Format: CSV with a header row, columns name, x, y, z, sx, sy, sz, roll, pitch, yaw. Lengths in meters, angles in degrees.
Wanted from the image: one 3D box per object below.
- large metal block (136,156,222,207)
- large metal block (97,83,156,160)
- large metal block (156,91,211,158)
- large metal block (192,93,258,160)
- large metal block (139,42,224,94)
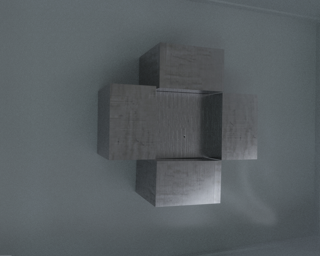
name,x,y,z,sx,sy,sz,roll,pitch,yaw
large metal block,0.020,0.062,0.387,0.081,0.080,0.050,2,90,-20
large metal block,-0.042,-0.006,0.365,0.050,0.080,0.080,1,90,-20
large metal block,0.017,-0.004,0.401,0.081,0.050,0.080,1,90,-20
large metal block,0.083,-0.002,0.411,0.050,0.080,0.080,1,90,-20
large metal block,0.024,-0.068,0.388,0.081,0.080,0.050,1,90,-20
